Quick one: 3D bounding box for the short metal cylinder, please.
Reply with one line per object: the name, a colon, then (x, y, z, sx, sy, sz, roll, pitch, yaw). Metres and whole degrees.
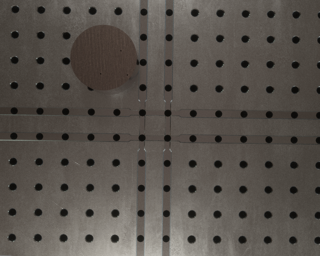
short metal cylinder: (-0.068, -0.085, 0.400, 0.081, 0.050, 0.079, 0, 90, -1)
